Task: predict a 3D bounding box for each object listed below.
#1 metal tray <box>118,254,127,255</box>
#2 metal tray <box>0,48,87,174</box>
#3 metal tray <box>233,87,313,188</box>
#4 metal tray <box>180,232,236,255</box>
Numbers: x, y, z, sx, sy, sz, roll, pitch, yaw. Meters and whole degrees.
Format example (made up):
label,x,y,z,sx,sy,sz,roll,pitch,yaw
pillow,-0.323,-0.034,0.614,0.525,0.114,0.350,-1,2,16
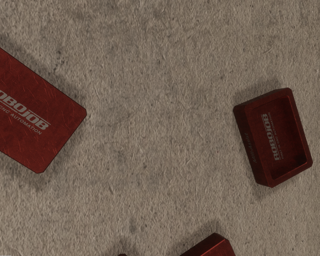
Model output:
label,x,y,z,sx,sy,sz,roll,pitch,yaw
metal tray,-0.038,0.239,0.393,0.090,0.030,0.130,-41,104,-16
metal tray,-0.162,-0.021,0.347,0.130,0.030,0.090,38,78,-17
metal tray,0.174,0.014,0.472,0.091,0.030,0.129,-22,98,-19
metal tray,0.076,0.228,0.436,0.091,0.030,0.129,-27,99,-18
